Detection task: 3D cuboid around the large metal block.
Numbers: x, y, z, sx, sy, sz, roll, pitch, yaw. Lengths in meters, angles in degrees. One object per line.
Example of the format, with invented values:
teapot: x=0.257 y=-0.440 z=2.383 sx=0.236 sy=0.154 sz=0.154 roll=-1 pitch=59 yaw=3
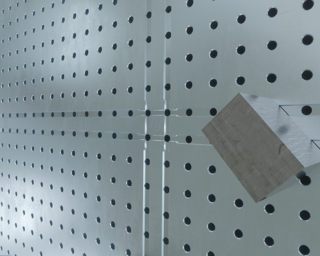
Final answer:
large metal block: x=0.099 y=0.016 z=0.291 sx=0.050 sy=0.081 sz=0.080 roll=-49 pitch=62 yaw=29
